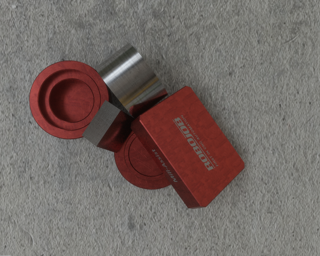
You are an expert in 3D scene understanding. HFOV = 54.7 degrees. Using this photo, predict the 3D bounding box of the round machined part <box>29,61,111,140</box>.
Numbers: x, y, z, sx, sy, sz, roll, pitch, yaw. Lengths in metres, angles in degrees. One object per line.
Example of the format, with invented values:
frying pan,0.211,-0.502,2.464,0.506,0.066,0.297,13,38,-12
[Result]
round machined part,-0.111,-0.035,0.401,0.099,0.042,0.097,0,90,-1

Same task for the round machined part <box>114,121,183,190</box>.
round machined part,-0.011,0.032,0.402,0.099,0.042,0.097,0,90,-1

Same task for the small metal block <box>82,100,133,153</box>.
small metal block,-0.060,0.000,0.380,0.025,0.050,0.050,33,90,24

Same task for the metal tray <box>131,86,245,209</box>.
metal tray,0.037,0.022,0.387,0.091,0.030,0.130,-36,90,-32

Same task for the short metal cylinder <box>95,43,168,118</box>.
short metal cylinder,-0.035,-0.057,0.384,0.050,0.080,0.080,-38,90,0
